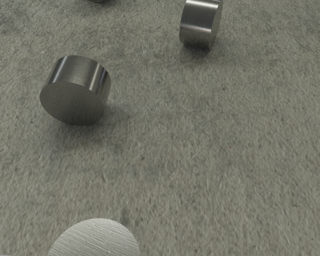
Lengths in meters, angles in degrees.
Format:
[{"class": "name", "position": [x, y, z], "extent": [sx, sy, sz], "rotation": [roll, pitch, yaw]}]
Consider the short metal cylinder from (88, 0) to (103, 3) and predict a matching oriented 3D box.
[{"class": "short metal cylinder", "position": [-0.126, -0.301, 0.619], "extent": [0.080, 0.080, 0.050], "rotation": [23, 54, 18]}]

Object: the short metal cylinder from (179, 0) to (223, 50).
[{"class": "short metal cylinder", "position": [0.069, -0.177, 0.517], "extent": [0.050, 0.080, 0.080], "rotation": [17, 52, 13]}]

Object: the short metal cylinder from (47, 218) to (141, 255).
[{"class": "short metal cylinder", "position": [-0.056, 0.129, 0.278], "extent": [0.081, 0.050, 0.080], "rotation": [0, 50, 0]}]

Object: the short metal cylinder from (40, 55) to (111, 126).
[{"class": "short metal cylinder", "position": [-0.109, -0.048, 0.406], "extent": [0.080, 0.080, 0.050], "rotation": [4, 50, 3]}]
